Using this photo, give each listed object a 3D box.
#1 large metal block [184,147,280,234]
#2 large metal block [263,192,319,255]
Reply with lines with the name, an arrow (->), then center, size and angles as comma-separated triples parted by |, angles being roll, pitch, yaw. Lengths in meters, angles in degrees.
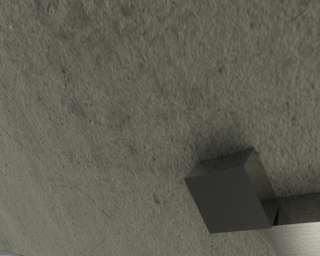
large metal block -> 0.089, 0.079, 0.384 | 0.080, 0.050, 0.080 | -20, 99, 35
large metal block -> 0.181, 0.128, 0.374 | 0.080, 0.050, 0.080 | -19, 109, 35
